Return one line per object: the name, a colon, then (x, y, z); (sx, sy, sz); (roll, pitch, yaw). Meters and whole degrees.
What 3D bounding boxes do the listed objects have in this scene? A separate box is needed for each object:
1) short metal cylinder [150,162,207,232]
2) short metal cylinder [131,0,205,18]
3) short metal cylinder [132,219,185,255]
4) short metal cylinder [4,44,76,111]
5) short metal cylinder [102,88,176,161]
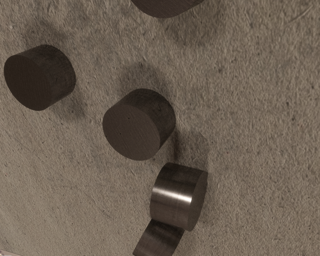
short metal cylinder: (0.027, 0.090, 0.412); (0.050, 0.080, 0.079); (12, 123, 21)
short metal cylinder: (0.010, -0.150, 0.292); (0.080, 0.050, 0.079); (13, 124, 20)
short metal cylinder: (0.000, 0.170, 0.475); (0.050, 0.080, 0.079); (29, 128, 9)
short metal cylinder: (-0.167, -0.070, 0.433); (0.080, 0.050, 0.079); (13, 124, 20)
short metal cylinder: (-0.026, -0.005, 0.400); (0.080, 0.050, 0.079); (13, 124, 20)
